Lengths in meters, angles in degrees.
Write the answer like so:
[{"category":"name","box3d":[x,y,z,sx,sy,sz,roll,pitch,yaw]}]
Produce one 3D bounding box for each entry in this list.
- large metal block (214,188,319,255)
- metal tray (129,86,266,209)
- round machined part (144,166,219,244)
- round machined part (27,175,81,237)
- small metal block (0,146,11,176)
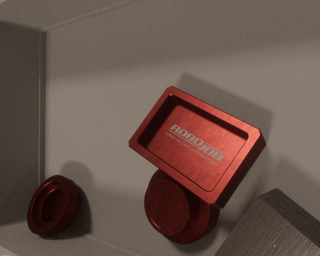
[{"category":"large metal block","box3d":[0.114,0.117,0.296,0.080,0.050,0.079,42,115,31]},{"category":"metal tray","box3d":[0.037,0.017,0.348,0.130,0.030,0.090,32,84,35]},{"category":"round machined part","box3d":[0.019,0.092,0.378,0.098,0.042,0.097,0,90,39]},{"category":"round machined part","box3d":[-0.172,0.132,0.517,0.098,0.042,0.098,-20,52,28]},{"category":"small metal block","box3d":[-0.370,0.075,0.710,0.050,0.025,0.050,41,114,32]}]
